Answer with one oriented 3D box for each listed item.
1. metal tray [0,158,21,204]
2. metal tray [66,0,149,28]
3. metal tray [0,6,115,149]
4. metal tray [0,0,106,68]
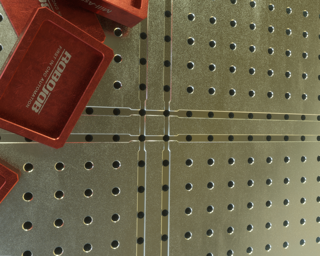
[{"bbox_3d":[-0.227,0.078,0.325,0.090,0.030,0.130,39,77,-16],"label":"metal tray"},{"bbox_3d":[-0.073,-0.183,0.356,0.131,0.030,0.090,13,75,-35],"label":"metal tray"},{"bbox_3d":[-0.121,-0.052,0.339,0.090,0.030,0.130,28,93,-34],"label":"metal tray"},{"bbox_3d":[-0.132,-0.144,0.361,0.091,0.030,0.129,-27,99,-18],"label":"metal tray"}]
